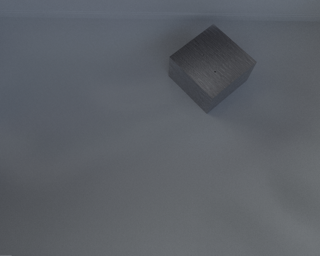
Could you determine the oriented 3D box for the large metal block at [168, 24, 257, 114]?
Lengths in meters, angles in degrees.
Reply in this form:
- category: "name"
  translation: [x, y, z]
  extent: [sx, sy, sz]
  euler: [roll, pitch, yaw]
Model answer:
- category: "large metal block"
  translation: [0.069, -0.081, 0.426]
  extent: [0.080, 0.050, 0.080]
  euler: [-39, 75, -13]
